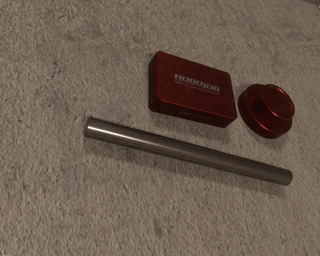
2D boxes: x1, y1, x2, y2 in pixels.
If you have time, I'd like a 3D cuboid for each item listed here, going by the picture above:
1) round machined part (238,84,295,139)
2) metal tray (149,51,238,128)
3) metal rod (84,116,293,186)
[{"bbox_3d":[0.183,-0.034,0.515,0.099,0.042,0.098,14,56,-21],"label":"round machined part"},{"bbox_3d":[0.049,-0.056,0.463,0.131,0.030,0.090,12,57,-22],"label":"metal tray"},{"bbox_3d":[0.052,0.036,0.411,0.302,0.025,0.025,16,56,-20],"label":"metal rod"}]
